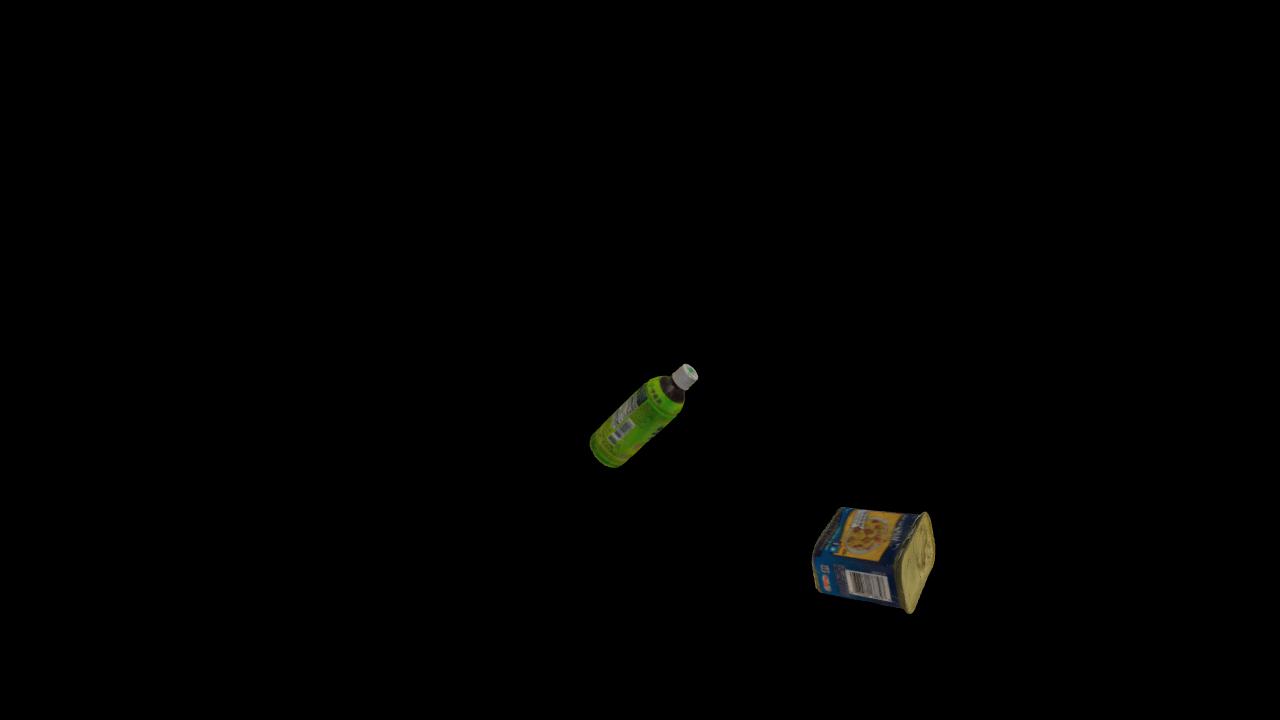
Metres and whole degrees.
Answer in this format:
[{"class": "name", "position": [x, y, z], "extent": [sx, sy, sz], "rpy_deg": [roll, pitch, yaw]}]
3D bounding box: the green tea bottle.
[{"class": "green tea bottle", "position": [0.008, 0.082, 0.939], "extent": [0.073, 0.073, 0.212], "rpy_deg": [0, -38, -50]}]

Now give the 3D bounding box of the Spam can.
[{"class": "Spam can", "position": [0.222, 0.184, 0.585], "extent": [0.085, 0.058, 0.101], "rpy_deg": [-4, 17, 40]}]
